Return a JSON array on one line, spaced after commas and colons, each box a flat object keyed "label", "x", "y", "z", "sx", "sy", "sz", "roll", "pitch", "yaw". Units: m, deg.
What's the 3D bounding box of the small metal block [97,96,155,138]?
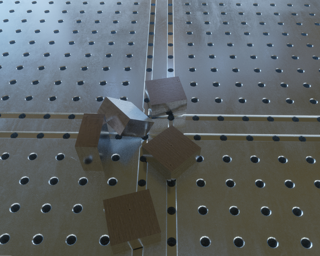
[{"label": "small metal block", "x": -0.044, "y": -0.013, "z": 0.401, "sx": 0.050, "sy": 0.025, "sz": 0.050, "roll": 41, "pitch": 18, "yaw": 29}]

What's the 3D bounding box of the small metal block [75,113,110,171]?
[{"label": "small metal block", "x": -0.080, "y": 0.018, "z": 0.376, "sx": 0.025, "sy": 0.050, "sz": 0.050, "roll": 2, "pitch": 50, "yaw": 2}]

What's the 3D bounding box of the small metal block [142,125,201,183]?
[{"label": "small metal block", "x": 0.014, "y": 0.031, "z": 0.382, "sx": 0.050, "sy": 0.025, "sz": 0.050, "roll": -36, "pitch": 59, "yaw": -26}]

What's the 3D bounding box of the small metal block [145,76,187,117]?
[{"label": "small metal block", "x": 0.008, "y": -0.046, "z": 0.446, "sx": 0.050, "sy": 0.025, "sz": 0.050, "roll": -9, "pitch": 51, "yaw": -8}]

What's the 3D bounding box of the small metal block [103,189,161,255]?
[{"label": "small metal block", "x": -0.030, "y": 0.097, "z": 0.326, "sx": 0.050, "sy": 0.025, "sz": 0.050, "roll": -12, "pitch": 51, "yaw": -10}]
